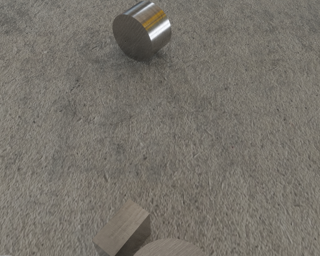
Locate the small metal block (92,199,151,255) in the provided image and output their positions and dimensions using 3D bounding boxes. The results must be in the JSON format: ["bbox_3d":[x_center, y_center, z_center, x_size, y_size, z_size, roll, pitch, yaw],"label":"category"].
[{"bbox_3d":[-0.035,0.105,0.299,0.025,0.050,0.050,30,56,23],"label":"small metal block"}]

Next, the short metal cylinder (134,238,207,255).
[{"bbox_3d":[0.009,0.144,0.266,0.081,0.050,0.080,0,50,0],"label":"short metal cylinder"}]

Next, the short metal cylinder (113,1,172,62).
[{"bbox_3d":[-0.029,-0.154,0.497,0.080,0.080,0.050,30,56,22],"label":"short metal cylinder"}]
